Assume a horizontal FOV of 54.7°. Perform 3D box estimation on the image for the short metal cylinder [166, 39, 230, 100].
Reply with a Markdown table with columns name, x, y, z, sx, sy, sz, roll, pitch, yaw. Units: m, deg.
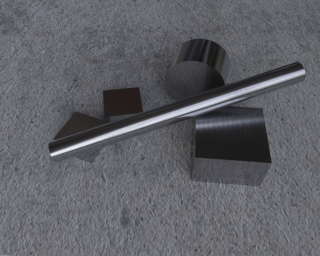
| name | x | y | z | sx | sy | sz | roll | pitch | yaw |
| --- | --- | --- | --- | --- | --- | --- | --- | --- | --- |
| short metal cylinder | 0.054 | -0.076 | 0.432 | 0.080 | 0.080 | 0.050 | 12 | 51 | 9 |

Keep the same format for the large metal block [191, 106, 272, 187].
| name | x | y | z | sx | sy | sz | roll | pitch | yaw |
| --- | --- | --- | --- | --- | --- | --- | --- | --- | --- |
| large metal block | 0.081 | 0.020 | 0.372 | 0.080 | 0.050 | 0.080 | 4 | 50 | 3 |

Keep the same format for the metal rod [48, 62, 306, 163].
| name | x | y | z | sx | sy | sz | roll | pitch | yaw |
| --- | --- | --- | --- | --- | --- | --- | --- | --- | --- |
| metal rod | 0.022 | -0.020 | 0.359 | 0.302 | 0.025 | 0.025 | -18 | 52 | -3 |

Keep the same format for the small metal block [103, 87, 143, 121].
| name | x | y | z | sx | sy | sz | roll | pitch | yaw |
| --- | --- | --- | --- | --- | --- | --- | --- | --- | --- |
| small metal block | -0.051 | -0.028 | 0.426 | 0.050 | 0.025 | 0.050 | -7 | 50 | -6 |

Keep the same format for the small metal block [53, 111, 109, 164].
| name | x | y | z | sx | sy | sz | roll | pitch | yaw |
| --- | --- | --- | --- | --- | --- | --- | --- | --- | --- |
| small metal block | -0.097 | 0.011 | 0.393 | 0.050 | 0.025 | 0.050 | 18 | 52 | 14 |
